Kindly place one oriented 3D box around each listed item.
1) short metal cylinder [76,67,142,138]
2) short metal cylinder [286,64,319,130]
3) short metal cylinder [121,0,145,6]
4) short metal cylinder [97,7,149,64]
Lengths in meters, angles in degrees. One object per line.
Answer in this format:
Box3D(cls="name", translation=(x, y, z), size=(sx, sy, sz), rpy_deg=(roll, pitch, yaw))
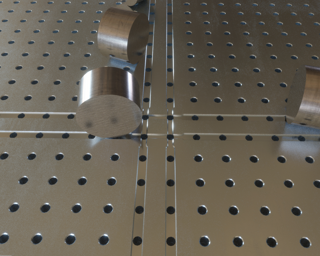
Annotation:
Box3D(cls="short metal cylinder", translation=(-0.065, -0.031, 0.398), size=(0.081, 0.080, 0.050), rpy_deg=(-5, 50, -4))
Box3D(cls="short metal cylinder", translation=(0.204, -0.040, 0.406), size=(0.050, 0.080, 0.080), rpy_deg=(11, 51, 9))
Box3D(cls="short metal cylinder", translation=(-0.052, -0.292, 0.617), size=(0.080, 0.080, 0.050), rpy_deg=(37, 59, 27))
Box3D(cls="short metal cylinder", translation=(-0.057, -0.147, 0.495), size=(0.050, 0.080, 0.080), rpy_deg=(18, 52, 15))
